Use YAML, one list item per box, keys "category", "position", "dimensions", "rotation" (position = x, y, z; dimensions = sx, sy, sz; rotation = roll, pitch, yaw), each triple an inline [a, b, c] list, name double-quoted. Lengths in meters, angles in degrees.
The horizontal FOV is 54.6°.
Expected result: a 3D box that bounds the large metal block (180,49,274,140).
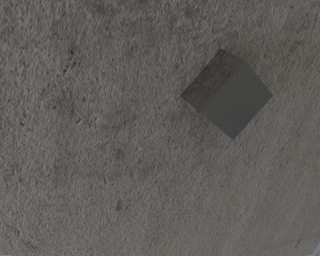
- category: "large metal block"
  position: [0.089, -0.043, 0.412]
  dimensions: [0.080, 0.050, 0.080]
  rotation: [35, 99, -39]
